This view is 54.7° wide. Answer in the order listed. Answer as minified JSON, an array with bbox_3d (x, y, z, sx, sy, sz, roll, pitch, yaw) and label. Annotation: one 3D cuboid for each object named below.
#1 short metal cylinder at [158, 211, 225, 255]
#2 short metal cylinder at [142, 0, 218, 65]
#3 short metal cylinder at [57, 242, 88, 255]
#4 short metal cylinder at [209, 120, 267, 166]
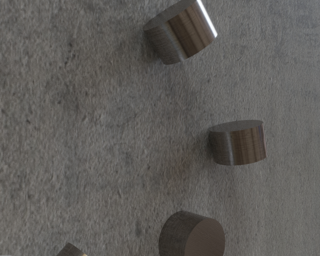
[{"bbox_3d":[0.045,0.160,0.429,0.081,0.050,0.079,0,90,-40],"label":"short metal cylinder"},{"bbox_3d":[0.025,-0.124,0.392,0.080,0.080,0.050,-49,120,-29],"label":"short metal cylinder"},{"bbox_3d":[-0.079,0.160,0.305,0.050,0.080,0.080,-49,119,-29],"label":"short metal cylinder"},{"bbox_3d":[0.119,0.020,0.471,0.081,0.080,0.050,-17,101,-39],"label":"short metal cylinder"}]
